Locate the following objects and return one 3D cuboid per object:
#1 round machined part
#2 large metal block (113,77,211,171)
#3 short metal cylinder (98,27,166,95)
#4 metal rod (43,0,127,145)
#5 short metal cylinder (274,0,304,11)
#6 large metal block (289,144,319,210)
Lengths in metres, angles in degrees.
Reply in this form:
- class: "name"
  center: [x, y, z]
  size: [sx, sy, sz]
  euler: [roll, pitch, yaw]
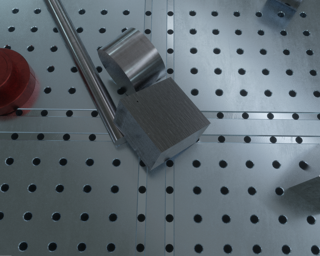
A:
- class: "round machined part"
  center: [-0.229, -0.070, 0.426]
  size: [0.099, 0.042, 0.098]
  euler: [0, 70, 0]
- class: "large metal block"
  center: [0.001, -0.007, 0.388]
  size: [0.081, 0.050, 0.080]
  euler: [-29, 72, -31]
- class: "short metal cylinder"
  center: [-0.037, -0.085, 0.413]
  size: [0.050, 0.080, 0.080]
  euler: [-40, 75, -13]
- class: "metal rod"
  center: [-0.118, -0.108, 0.450]
  size: [0.025, 0.025, 0.299]
  euler: [-26, 72, -9]
- class: "short metal cylinder"
  center: [0.207, -0.226, 0.466]
  size: [0.050, 0.080, 0.080]
  euler: [33, 73, 11]
- class: "large metal block"
  center: [0.211, 0.050, 0.366]
  size: [0.050, 0.080, 0.080]
  euler: [38, 74, 12]
